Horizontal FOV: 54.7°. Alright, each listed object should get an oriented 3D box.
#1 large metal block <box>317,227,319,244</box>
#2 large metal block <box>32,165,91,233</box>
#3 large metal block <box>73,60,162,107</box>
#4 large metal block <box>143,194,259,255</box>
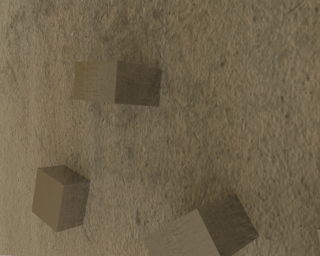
[{"bbox_3d":[0.179,0.114,0.241,0.080,0.050,0.080,-12,82,39],"label":"large metal block"},{"bbox_3d":[-0.169,0.116,0.525,0.080,0.050,0.079,19,102,38],"label":"large metal block"},{"bbox_3d":[-0.056,-0.058,0.413,0.080,0.081,0.050,8,95,39],"label":"large metal block"},{"bbox_3d":[0.044,0.117,0.331,0.080,0.081,0.050,-39,66,33],"label":"large metal block"}]
